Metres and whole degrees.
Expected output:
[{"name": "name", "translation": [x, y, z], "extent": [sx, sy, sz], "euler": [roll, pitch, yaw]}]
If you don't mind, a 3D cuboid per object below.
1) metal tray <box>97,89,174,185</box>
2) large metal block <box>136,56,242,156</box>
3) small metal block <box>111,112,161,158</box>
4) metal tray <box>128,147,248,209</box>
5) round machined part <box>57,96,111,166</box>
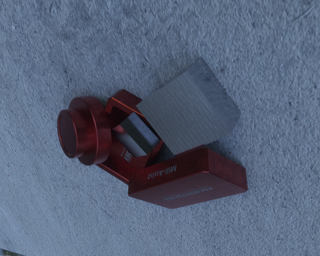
[{"name": "metal tray", "translation": [-0.041, 0.021, 0.439], "extent": [0.090, 0.030, 0.129], "euler": [30, 128, 8]}, {"name": "large metal block", "translation": [0.034, -0.022, 0.361], "extent": [0.080, 0.050, 0.080], "euler": [-30, 102, 38]}, {"name": "small metal block", "translation": [-0.034, 0.010, 0.403], "extent": [0.050, 0.025, 0.050], "euler": [48, 157, -9]}, {"name": "metal tray", "translation": [0.033, 0.070, 0.401], "extent": [0.130, 0.030, 0.090], "euler": [-25, 141, 37]}, {"name": "round machined part", "translation": [-0.111, 0.006, 0.432], "extent": [0.098, 0.042, 0.097], "euler": [17, 112, 49]}]
